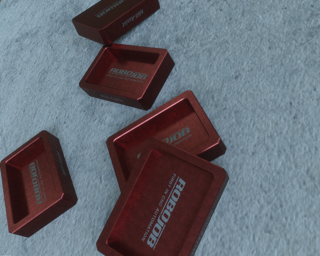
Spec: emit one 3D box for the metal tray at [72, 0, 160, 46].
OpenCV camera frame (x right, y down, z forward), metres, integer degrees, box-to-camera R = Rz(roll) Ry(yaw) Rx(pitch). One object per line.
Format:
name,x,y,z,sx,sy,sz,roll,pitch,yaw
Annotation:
metal tray,-0.076,-0.200,0.540,0.090,0.030,0.131,30,63,37

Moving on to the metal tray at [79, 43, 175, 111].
metal tray,-0.053,-0.083,0.477,0.130,0.030,0.090,16,70,34

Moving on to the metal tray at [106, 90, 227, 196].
metal tray,0.003,0.021,0.384,0.130,0.030,0.090,-31,52,8

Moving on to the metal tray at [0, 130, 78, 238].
metal tray,-0.178,0.076,0.444,0.090,0.030,0.130,-35,51,4

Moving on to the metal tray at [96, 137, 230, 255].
metal tray,0.003,0.085,0.319,0.090,0.030,0.130,24,83,22
